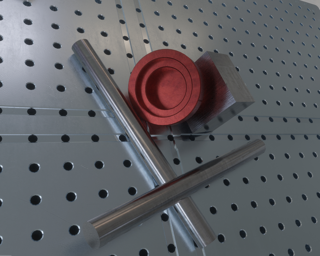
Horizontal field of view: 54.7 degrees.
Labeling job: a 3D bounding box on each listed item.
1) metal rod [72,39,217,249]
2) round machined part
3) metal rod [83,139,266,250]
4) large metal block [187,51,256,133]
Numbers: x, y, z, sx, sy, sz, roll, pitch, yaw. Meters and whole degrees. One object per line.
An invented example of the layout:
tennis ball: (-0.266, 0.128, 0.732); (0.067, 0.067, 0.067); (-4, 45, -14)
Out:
metal rod: (-0.026, 0.010, 0.387); (0.025, 0.025, 0.299); (-25, 75, -37)
round machined part: (0.011, -0.052, 0.411); (0.098, 0.098, 0.042); (56, 17, 11)
metal rod: (0.046, 0.060, 0.367); (0.302, 0.025, 0.025); (-17, 70, -44)
large metal block: (0.071, -0.048, 0.435); (0.050, 0.080, 0.080); (-5, 64, -46)
